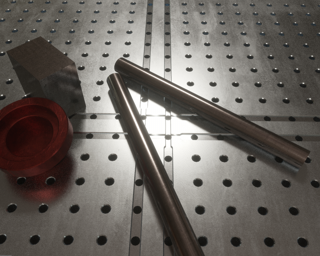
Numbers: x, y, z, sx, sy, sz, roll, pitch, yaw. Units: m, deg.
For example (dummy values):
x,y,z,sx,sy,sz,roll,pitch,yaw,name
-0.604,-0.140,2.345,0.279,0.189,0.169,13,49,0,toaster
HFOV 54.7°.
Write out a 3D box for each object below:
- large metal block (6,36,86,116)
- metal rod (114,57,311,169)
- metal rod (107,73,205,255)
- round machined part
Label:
x,y,z,sx,sy,sz,roll,pitch,yaw,name
-0.153,-0.065,0.425,0.080,0.080,0.050,38,59,27,large metal block
0.056,-0.031,0.433,0.300,0.025,0.025,30,56,22,metal rod
-0.015,0.034,0.378,0.025,0.025,0.300,-16,52,-14,metal rod
-0.154,0.014,0.376,0.099,0.042,0.098,-1,60,2,round machined part
